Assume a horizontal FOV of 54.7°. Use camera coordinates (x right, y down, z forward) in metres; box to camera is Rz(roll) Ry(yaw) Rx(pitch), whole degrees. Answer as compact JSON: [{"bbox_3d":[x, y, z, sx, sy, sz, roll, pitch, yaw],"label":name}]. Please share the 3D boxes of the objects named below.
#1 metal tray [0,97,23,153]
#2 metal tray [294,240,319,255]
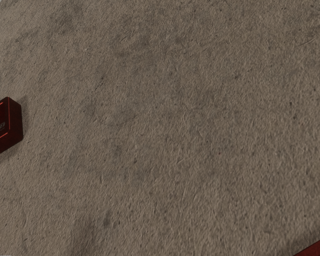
[{"bbox_3d":[-0.308,0.012,0.551,0.130,0.030,0.090,-30,52,8],"label":"metal tray"},{"bbox_3d":[0.132,0.145,0.242,0.130,0.030,0.090,-34,52,5],"label":"metal tray"}]
